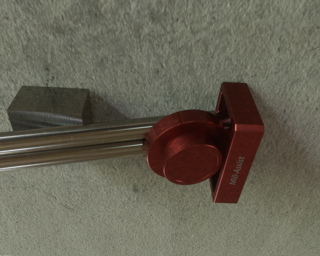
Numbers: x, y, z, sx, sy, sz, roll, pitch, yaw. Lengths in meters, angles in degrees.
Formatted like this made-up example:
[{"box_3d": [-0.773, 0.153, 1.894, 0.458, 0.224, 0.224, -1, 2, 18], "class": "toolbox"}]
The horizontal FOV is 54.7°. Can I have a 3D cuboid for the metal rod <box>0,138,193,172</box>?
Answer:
[{"box_3d": [-0.067, 0.026, 0.371, 0.302, 0.025, 0.025, -6, 131, -12], "class": "metal rod"}]

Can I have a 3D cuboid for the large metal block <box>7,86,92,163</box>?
[{"box_3d": [-0.129, -0.003, 0.383, 0.081, 0.050, 0.079, 2, 130, -3], "class": "large metal block"}]

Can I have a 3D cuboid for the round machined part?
[{"box_3d": [0.034, 0.029, 0.359, 0.099, 0.042, 0.097, -8, 133, -8], "class": "round machined part"}]

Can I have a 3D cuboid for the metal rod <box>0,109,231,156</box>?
[{"box_3d": [-0.065, 0.005, 0.353, 0.302, 0.025, 0.025, -6, 131, -12], "class": "metal rod"}]

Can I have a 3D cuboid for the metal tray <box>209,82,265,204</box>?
[{"box_3d": [0.086, 0.020, 0.384, 0.030, 0.090, 0.129, 3, 130, -3], "class": "metal tray"}]
